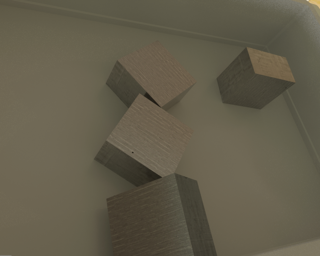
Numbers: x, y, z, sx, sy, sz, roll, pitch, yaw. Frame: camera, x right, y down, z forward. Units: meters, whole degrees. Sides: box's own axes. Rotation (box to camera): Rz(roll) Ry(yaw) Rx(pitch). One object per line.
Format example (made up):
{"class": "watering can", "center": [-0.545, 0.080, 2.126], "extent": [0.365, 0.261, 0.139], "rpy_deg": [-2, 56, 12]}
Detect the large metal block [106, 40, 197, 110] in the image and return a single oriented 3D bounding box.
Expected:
{"class": "large metal block", "center": [-0.011, -0.062, 0.421], "extent": [0.080, 0.050, 0.080], "rpy_deg": [48, 51, 5]}

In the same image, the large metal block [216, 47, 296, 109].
{"class": "large metal block", "center": [0.152, -0.077, 0.498], "extent": [0.081, 0.080, 0.050], "rpy_deg": [7, 59, -25]}

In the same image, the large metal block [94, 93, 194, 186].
{"class": "large metal block", "center": [-0.017, 0.020, 0.368], "extent": [0.080, 0.050, 0.080], "rpy_deg": [34, 51, -6]}

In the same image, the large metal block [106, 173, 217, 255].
{"class": "large metal block", "center": [0.000, 0.098, 0.301], "extent": [0.050, 0.080, 0.080], "rpy_deg": [30, 41, -55]}
